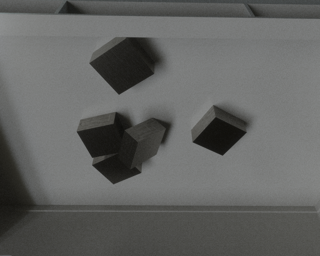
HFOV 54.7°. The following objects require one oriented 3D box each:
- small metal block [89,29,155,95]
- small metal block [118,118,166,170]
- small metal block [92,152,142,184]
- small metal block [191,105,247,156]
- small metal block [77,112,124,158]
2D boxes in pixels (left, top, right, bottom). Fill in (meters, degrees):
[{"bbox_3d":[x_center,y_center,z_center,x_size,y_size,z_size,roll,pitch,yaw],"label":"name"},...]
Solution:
[{"bbox_3d":[-0.041,-0.073,0.347,0.050,0.025,0.050,-28,125,21],"label":"small metal block"},{"bbox_3d":[-0.024,0.020,0.407,0.025,0.050,0.050,40,133,24],"label":"small metal block"},{"bbox_3d":[-0.061,0.051,0.451,0.050,0.025,0.050,-25,126,19],"label":"small metal block"},{"bbox_3d":[0.077,0.004,0.413,0.050,0.025,0.050,24,126,-20],"label":"small metal block"},{"bbox_3d":[-0.076,0.010,0.417,0.050,0.025,0.050,-12,129,9],"label":"small metal block"}]
